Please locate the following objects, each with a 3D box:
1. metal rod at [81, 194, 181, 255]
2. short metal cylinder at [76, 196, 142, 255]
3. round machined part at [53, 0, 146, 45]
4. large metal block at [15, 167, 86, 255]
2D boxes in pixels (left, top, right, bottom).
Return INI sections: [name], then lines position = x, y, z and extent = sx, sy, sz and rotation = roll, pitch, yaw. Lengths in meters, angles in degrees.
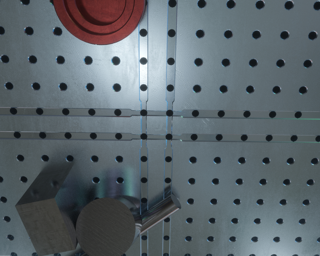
[metal rod]
position = -0.094, 0.195, 0.484
extent = 0.300, 0.025, 0.025
rotation = -37, 106, 12
[short metal cylinder]
position = -0.069, 0.136, 0.432
extent = 0.080, 0.050, 0.080
rotation = -1, 80, 6
[round machined part]
position = -0.066, -0.145, 0.350
extent = 0.099, 0.042, 0.097
rotation = 0, 110, 0
[large metal block]
position = -0.142, 0.111, 0.424
extent = 0.050, 0.080, 0.080
rotation = -12, 110, 4
